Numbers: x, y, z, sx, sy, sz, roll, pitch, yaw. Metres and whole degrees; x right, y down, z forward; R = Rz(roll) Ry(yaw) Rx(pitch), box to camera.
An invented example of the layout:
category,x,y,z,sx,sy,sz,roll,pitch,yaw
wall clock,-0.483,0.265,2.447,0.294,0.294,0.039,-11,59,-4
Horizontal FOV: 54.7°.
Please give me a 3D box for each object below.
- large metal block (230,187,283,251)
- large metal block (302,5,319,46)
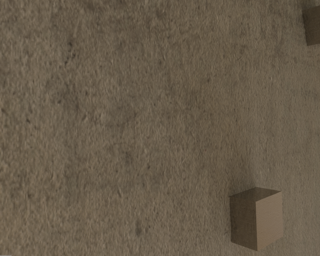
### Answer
category,x,y,z,sx,sy,sz,roll,pitch,yaw
large metal block,0.166,0.152,0.532,0.081,0.050,0.079,-5,94,-40
large metal block,0.371,-0.238,0.704,0.081,0.050,0.080,-25,106,-37
